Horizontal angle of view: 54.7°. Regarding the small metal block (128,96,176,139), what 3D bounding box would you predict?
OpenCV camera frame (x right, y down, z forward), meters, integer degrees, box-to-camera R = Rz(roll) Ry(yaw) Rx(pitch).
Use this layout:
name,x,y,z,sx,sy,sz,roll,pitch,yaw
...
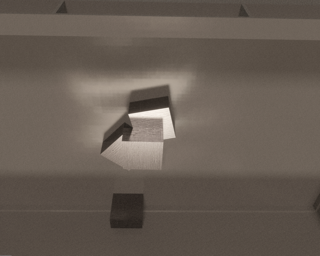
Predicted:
name,x,y,z,sx,sy,sz,roll,pitch,yaw
small metal block,-0.009,-0.010,0.400,0.050,0.025,0.050,-9,130,7

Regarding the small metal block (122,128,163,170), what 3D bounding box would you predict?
name,x,y,z,sx,sy,sz,roll,pitch,yaw
small metal block,-0.022,0.027,0.399,0.050,0.025,0.050,2,130,-2

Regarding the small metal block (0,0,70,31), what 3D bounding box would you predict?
name,x,y,z,sx,sy,sz,roll,pitch,yaw
small metal block,-0.118,-0.114,0.294,0.050,0.050,0.025,0,130,-1

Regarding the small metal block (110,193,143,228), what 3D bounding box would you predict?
name,x,y,z,sx,sy,sz,roll,pitch,yaw
small metal block,-0.053,0.135,0.507,0.050,0.050,0.025,1,130,-2

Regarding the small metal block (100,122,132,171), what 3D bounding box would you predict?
name,x,y,z,sx,sy,sz,roll,pitch,yaw
small metal block,-0.046,0.027,0.431,0.050,0.025,0.050,35,122,-26
